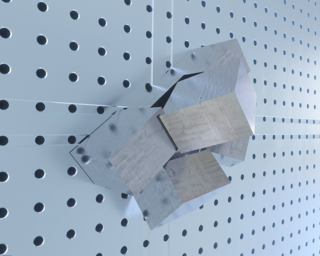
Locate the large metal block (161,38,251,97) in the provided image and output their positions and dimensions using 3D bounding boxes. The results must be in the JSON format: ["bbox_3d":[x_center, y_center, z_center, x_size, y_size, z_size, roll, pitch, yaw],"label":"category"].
[{"bbox_3d":[0.062,-0.073,0.424,0.080,0.080,0.050,-47,119,-30],"label":"large metal block"}]

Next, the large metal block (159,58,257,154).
[{"bbox_3d":[0.056,-0.025,0.337,0.050,0.080,0.080,60,31,-23],"label":"large metal block"}]

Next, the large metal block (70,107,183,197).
[{"bbox_3d":[-0.037,0.022,0.340,0.080,0.080,0.050,-46,118,-30],"label":"large metal block"}]

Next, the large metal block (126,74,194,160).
[{"bbox_3d":[0.010,-0.011,0.402,0.080,0.050,0.080,-47,118,-30],"label":"large metal block"}]

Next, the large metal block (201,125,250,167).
[{"bbox_3d":[0.093,0.007,0.441,0.050,0.080,0.080,15,77,3],"label":"large metal block"}]

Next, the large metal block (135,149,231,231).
[{"bbox_3d":[0.026,0.076,0.385,0.081,0.080,0.050,-11,61,-39],"label":"large metal block"}]
